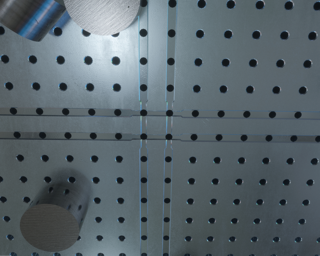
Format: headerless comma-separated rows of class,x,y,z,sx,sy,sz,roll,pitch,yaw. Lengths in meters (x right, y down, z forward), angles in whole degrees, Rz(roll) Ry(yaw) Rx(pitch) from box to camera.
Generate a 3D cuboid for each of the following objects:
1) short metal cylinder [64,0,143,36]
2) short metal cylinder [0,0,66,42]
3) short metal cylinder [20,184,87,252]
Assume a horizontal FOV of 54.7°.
short metal cylinder,-0.061,-0.146,0.345,0.081,0.050,0.079,0,110,0
short metal cylinder,-0.146,-0.140,0.331,0.080,0.080,0.050,42,105,-14
short metal cylinder,-0.151,0.129,0.446,0.081,0.050,0.079,0,110,0
